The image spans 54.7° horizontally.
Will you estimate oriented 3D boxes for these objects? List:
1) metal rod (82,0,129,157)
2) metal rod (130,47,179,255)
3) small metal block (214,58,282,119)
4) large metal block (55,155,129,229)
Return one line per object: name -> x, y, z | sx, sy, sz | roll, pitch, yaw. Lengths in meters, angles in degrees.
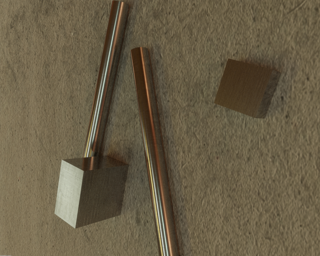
metal rod -> -0.090, -0.039, 0.476 | 0.025, 0.025, 0.298 | 21, 103, 37
metal rod -> -0.007, 0.040, 0.408 | 0.025, 0.025, 0.298 | -14, 81, 39
small metal block -> 0.092, -0.042, 0.328 | 0.050, 0.025, 0.050 | 26, 106, 36
large metal block -> -0.097, 0.088, 0.447 | 0.050, 0.081, 0.079 | 17, 101, 38
